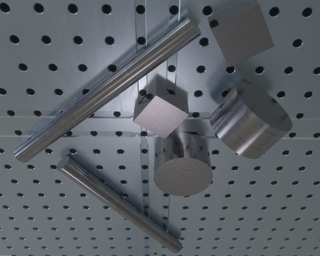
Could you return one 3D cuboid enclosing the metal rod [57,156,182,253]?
[{"bbox_3d":[-0.055,0.143,0.532,0.025,0.025,0.300,-29,125,22],"label":"metal rod"}]

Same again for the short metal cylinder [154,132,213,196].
[{"bbox_3d":[0.032,0.052,0.440,0.081,0.050,0.079,0,130,0],"label":"short metal cylinder"}]

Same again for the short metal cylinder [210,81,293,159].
[{"bbox_3d":[0.107,-0.010,0.368,0.080,0.080,0.050,23,126,-19],"label":"short metal cylinder"}]

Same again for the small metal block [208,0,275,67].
[{"bbox_3d":[0.085,-0.100,0.327,0.050,0.025,0.050,-24,127,19],"label":"small metal block"}]

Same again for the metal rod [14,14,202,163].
[{"bbox_3d":[-0.080,-0.035,0.381,0.300,0.025,0.025,-32,123,24],"label":"metal rod"}]

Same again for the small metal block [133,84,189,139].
[{"bbox_3d":[0.001,-0.020,0.395,0.050,0.025,0.050,29,124,-23],"label":"small metal block"}]
